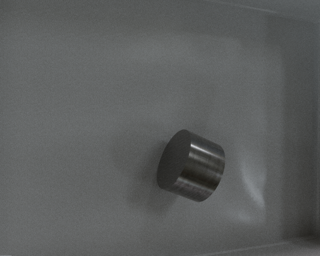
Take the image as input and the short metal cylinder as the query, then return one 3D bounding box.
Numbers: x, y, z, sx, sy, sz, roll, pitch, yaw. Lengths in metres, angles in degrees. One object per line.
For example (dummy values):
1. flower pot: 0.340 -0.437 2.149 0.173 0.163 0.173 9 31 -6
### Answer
1. short metal cylinder: 0.038 0.048 0.397 0.050 0.080 0.080 25 82 -19
